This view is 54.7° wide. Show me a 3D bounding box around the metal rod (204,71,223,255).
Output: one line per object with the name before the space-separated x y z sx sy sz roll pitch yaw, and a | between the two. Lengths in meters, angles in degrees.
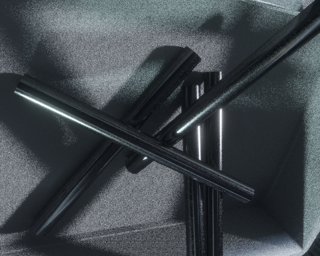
metal rod | 0.072 0.076 0.418 0.025 0.025 0.298 -4 96 -27

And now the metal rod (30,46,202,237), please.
metal rod | -0.058 0.021 0.389 0.299 0.025 0.025 -48 129 6

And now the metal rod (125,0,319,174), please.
metal rod | 0.057 -0.028 0.339 0.025 0.025 0.299 20 134 -36

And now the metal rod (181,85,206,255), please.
metal rod | 0.045 0.094 0.409 0.025 0.025 0.298 -4 94 -26

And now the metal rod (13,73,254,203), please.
metal rod | -0.013 0.022 0.356 0.301 0.025 0.025 27 104 -19
